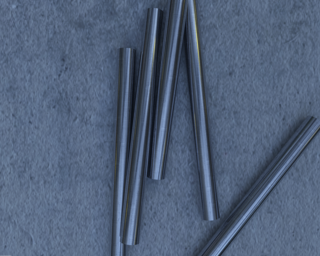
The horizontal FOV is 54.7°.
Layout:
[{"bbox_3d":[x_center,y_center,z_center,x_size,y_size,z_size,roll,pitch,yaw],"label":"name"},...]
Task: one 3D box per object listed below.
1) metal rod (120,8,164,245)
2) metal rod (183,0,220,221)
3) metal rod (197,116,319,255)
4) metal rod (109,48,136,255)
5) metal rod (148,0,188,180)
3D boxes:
[{"bbox_3d":[-0.022,-0.005,0.399,0.025,0.025,0.298,6,86,-1],"label":"metal rod"},{"bbox_3d":[0.052,-0.029,0.410,0.025,0.025,0.298,-6,90,-1],"label":"metal rod"},{"bbox_3d":[0.114,0.108,0.411,0.025,0.025,0.300,38,90,-1],"label":"metal rod"},{"bbox_3d":[-0.050,0.046,0.409,0.025,0.025,0.298,2,90,-1],"label":"metal rod"},{"bbox_3d":[0.013,-0.082,0.396,0.025,0.025,0.298,7,95,-1],"label":"metal rod"}]
